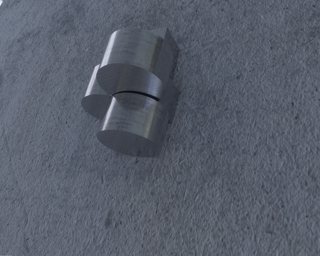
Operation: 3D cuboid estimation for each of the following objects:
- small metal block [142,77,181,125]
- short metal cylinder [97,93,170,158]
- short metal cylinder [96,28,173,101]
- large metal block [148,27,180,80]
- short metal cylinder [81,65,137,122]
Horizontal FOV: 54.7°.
[{"bbox_3d":[0.002,-0.038,0.414,0.025,0.050,0.050,1,62,29],"label":"small metal block"},{"bbox_3d":[-0.033,-0.001,0.389,0.080,0.080,0.050,0,62,28],"label":"short metal cylinder"},{"bbox_3d":[-0.029,-0.070,0.364,0.080,0.080,0.050,-2,61,27],"label":"short metal cylinder"},{"bbox_3d":[-0.023,-0.096,0.461,0.080,0.050,0.080,-2,61,27],"label":"large metal block"},{"bbox_3d":[-0.062,-0.045,0.431,0.080,0.080,0.050,-2,61,27],"label":"short metal cylinder"}]
